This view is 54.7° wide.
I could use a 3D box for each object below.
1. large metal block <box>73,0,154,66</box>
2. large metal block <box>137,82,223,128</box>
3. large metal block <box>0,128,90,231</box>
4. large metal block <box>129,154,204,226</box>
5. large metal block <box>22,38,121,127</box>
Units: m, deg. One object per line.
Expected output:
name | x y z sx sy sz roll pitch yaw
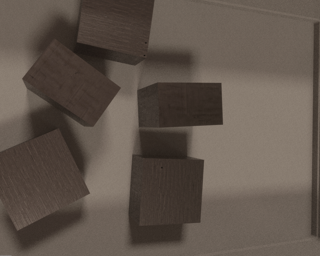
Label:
large metal block | -0.057 -0.128 0.377 0.081 0.050 0.080 9 87 -20
large metal block | 0.022 -0.027 0.391 0.081 0.080 0.050 -3 91 -20
large metal block | -0.136 0.053 0.347 0.081 0.050 0.080 -26 99 -19
large metal block | 0.007 0.077 0.401 0.081 0.050 0.079 4 89 -20
large metal block | -0.099 -0.045 0.345 0.080 0.080 0.050 36 78 -17
